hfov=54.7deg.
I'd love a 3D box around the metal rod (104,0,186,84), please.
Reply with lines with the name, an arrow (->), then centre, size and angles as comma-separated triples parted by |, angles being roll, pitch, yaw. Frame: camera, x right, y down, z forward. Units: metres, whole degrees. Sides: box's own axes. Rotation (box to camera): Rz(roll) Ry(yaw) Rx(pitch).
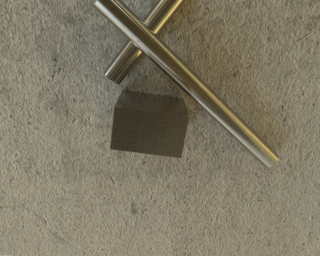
metal rod -> 0.035, -0.171, 0.347 | 0.025, 0.025, 0.299 | 37, 105, -13

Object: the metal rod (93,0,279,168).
metal rod -> 0.046, -0.046, 0.376 | 0.301, 0.025, 0.025 | 40, 105, -21

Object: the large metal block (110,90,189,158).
large metal block -> -0.012, -0.008, 0.377 | 0.081, 0.080, 0.050 | 8, 110, -3
